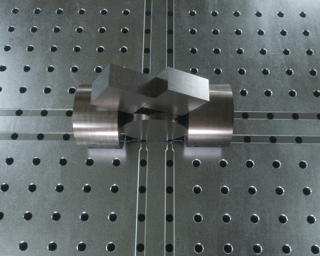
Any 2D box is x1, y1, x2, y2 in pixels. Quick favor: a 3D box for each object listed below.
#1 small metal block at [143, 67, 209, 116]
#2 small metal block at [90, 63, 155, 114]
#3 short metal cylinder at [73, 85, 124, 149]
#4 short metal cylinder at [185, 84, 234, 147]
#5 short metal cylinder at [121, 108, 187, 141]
[{"bbox_3d":[0.017,-0.037,0.330,0.050,0.050,0.025,12,67,-29],"label":"small metal block"},{"bbox_3d":[-0.040,-0.040,0.326,0.050,0.050,0.025,12,67,-29],"label":"small metal block"},{"bbox_3d":[-0.072,-0.014,0.386,0.050,0.080,0.080,1,70,1],"label":"short metal cylinder"},{"bbox_3d":[0.059,-0.015,0.388,0.050,0.080,0.080,0,70,1],"label":"short metal cylinder"},{"bbox_3d":[-0.007,-0.019,0.389,0.081,0.080,0.050,1,70,0],"label":"short metal cylinder"}]
